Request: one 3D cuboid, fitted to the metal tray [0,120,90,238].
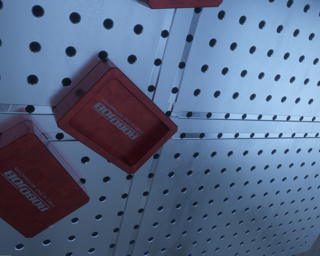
[{"bbox_3d":[-0.154,0.065,0.364,0.090,0.030,0.130,-32,129,-8],"label":"metal tray"}]

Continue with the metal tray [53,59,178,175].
[{"bbox_3d":[-0.049,-0.008,0.377,0.090,0.030,0.130,-45,130,3],"label":"metal tray"}]

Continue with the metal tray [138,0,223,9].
[{"bbox_3d":[0.025,-0.189,0.305,0.091,0.030,0.129,-11,124,-23],"label":"metal tray"}]
